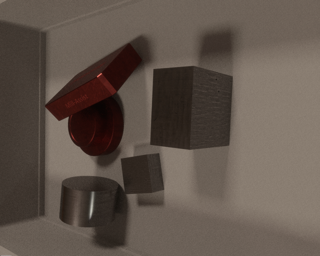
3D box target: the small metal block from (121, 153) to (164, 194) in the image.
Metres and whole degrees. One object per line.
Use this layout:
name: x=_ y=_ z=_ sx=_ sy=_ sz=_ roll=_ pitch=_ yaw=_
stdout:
small metal block: x=-0.025 y=0.063 z=0.425 sx=0.050 sy=0.025 sz=0.050 roll=-13 pitch=82 yaw=39

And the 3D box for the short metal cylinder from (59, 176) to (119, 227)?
short metal cylinder: x=-0.104 y=0.105 z=0.454 sx=0.080 sy=0.081 sz=0.050 roll=10 pitch=97 yaw=39

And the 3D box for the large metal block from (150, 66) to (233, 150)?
large metal block: x=0.036 y=-0.021 z=0.339 sx=0.050 sy=0.081 sz=0.079 roll=4 pitch=93 yaw=39

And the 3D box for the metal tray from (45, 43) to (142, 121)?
metal tray: x=-0.096 y=-0.064 z=0.442 sx=0.130 sy=0.090 sz=0.030 roll=-18 pitch=120 yaw=38

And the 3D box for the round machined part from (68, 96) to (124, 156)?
round machined part: x=-0.105 y=-0.005 z=0.480 sx=0.098 sy=0.042 sz=0.097 roll=0 pitch=90 yaw=39
